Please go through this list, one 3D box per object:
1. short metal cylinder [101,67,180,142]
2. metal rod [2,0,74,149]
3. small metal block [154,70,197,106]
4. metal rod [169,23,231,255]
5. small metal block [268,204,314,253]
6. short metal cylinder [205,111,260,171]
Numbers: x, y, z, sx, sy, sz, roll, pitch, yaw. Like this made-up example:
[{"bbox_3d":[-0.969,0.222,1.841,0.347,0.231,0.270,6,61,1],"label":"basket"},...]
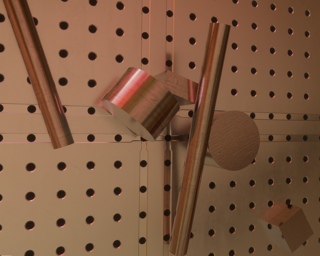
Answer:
[{"bbox_3d":[-0.023,-0.027,0.375,0.080,0.080,0.050,41,77,-16],"label":"short metal cylinder"},{"bbox_3d":[-0.157,-0.121,0.354,0.025,0.025,0.298,-19,97,-19],"label":"metal rod"},{"bbox_3d":[0.019,-0.051,0.406,0.050,0.050,0.025,21,83,-19],"label":"small metal block"},{"bbox_3d":[0.047,0.023,0.392,0.025,0.025,0.298,5,103,-20],"label":"metal rod"},{"bbox_3d":[0.207,0.158,0.489,0.050,0.025,0.050,-32,101,-17],"label":"small metal block"},{"bbox_3d":[0.090,0.017,0.432,0.081,0.050,0.079,0,90,-21],"label":"short metal cylinder"}]
